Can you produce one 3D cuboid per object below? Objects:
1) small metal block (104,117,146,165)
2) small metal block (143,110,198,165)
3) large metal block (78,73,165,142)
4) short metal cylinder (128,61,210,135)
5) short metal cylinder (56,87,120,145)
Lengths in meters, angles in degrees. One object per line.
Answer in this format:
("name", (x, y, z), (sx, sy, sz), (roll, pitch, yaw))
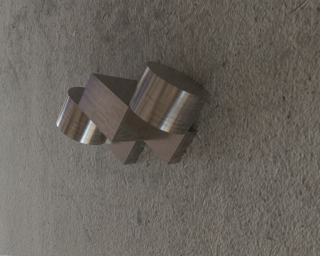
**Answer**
("small metal block", (-0.048, 0.017, 0.447), (0.050, 0.025, 0.050), (43, 116, 31))
("small metal block", (0.012, 0.011, 0.397), (0.050, 0.025, 0.050), (43, 116, 31))
("large metal block", (-0.046, -0.026, 0.410), (0.080, 0.081, 0.050), (42, 115, 31))
("short metal cylinder", (0.010, -0.036, 0.362), (0.080, 0.081, 0.050), (43, 116, 31))
("short metal cylinder", (-0.105, -0.019, 0.457), (0.080, 0.081, 0.050), (43, 116, 31))
